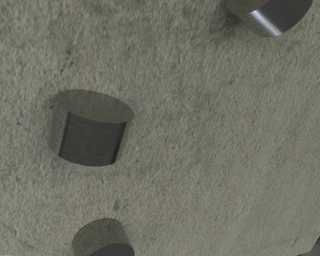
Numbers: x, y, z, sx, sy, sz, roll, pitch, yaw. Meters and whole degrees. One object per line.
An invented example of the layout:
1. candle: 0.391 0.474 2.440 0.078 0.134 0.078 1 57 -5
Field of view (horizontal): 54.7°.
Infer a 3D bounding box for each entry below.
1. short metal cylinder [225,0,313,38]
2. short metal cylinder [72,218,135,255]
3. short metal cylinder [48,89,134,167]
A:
1. short metal cylinder: 0.121 -0.150 0.347 0.050 0.080 0.080 24 106 -37
2. short metal cylinder: -0.084 0.181 0.458 0.081 0.050 0.079 -14 125 -21
3. short metal cylinder: -0.073 -0.002 0.331 0.081 0.080 0.050 5 116 -31
